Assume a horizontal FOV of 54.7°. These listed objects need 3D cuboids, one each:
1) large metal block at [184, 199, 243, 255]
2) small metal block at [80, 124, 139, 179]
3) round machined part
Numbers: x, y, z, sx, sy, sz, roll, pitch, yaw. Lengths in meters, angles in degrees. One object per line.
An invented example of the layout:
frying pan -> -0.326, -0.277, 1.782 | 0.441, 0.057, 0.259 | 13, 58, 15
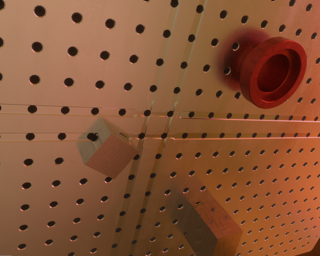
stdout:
large metal block -> 0.090, 0.185, 0.540 | 0.050, 0.080, 0.079 | -6, 121, -25
small metal block -> -0.064, 0.031, 0.396 | 0.050, 0.025, 0.050 | -49, 129, 6
round machined part -> 0.152, -0.079, 0.434 | 0.099, 0.042, 0.097 | -14, 124, -21
